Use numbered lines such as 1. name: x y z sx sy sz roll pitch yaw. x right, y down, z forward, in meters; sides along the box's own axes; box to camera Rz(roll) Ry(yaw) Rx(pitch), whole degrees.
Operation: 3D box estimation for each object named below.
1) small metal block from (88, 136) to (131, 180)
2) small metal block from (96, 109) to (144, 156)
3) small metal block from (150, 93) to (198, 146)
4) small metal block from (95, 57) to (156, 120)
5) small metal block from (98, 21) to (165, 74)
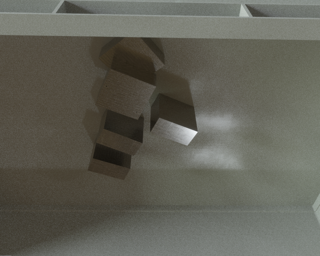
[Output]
1. small metal block: -0.067 0.038 0.424 0.050 0.050 0.025 18 128 -15
2. small metal block: -0.049 0.002 0.394 0.050 0.050 0.025 22 127 -18
3. small metal block: 0.016 -0.011 0.384 0.050 0.050 0.025 20 127 -17
4. small metal block: -0.037 -0.042 0.340 0.050 0.025 0.050 20 128 -16
5. small metal block: -0.030 -0.079 0.341 0.050 0.025 0.050 -31 124 23
